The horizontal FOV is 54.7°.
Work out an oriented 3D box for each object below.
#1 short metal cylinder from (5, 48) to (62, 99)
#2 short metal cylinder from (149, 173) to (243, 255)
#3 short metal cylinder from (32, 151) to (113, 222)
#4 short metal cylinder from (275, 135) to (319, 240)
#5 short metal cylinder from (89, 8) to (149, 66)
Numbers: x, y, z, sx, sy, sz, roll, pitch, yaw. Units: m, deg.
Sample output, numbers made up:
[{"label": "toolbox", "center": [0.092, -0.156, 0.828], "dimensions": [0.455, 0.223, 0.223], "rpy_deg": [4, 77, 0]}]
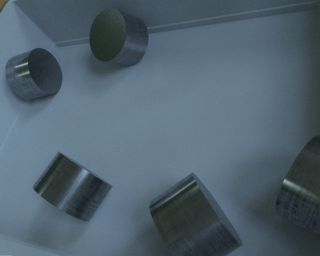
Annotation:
[{"label": "short metal cylinder", "center": [-0.219, -0.094, 0.544], "dimensions": [0.050, 0.080, 0.080], "rpy_deg": [-11, 57, 22]}, {"label": "short metal cylinder", "center": [0.034, 0.090, 0.297], "dimensions": [0.050, 0.080, 0.080], "rpy_deg": [-36, 51, 5]}, {"label": "short metal cylinder", "center": [-0.106, 0.072, 0.382], "dimensions": [0.080, 0.080, 0.050], "rpy_deg": [24, 75, 36]}, {"label": "short metal cylinder", "center": [0.143, 0.053, 0.263], "dimensions": [0.050, 0.080, 0.080], "rpy_deg": [29, 78, 37]}, {"label": "short metal cylinder", "center": [-0.065, -0.141, 0.489], "dimensions": [0.080, 0.050, 0.079], "rpy_deg": [1, 92, 37]}]
